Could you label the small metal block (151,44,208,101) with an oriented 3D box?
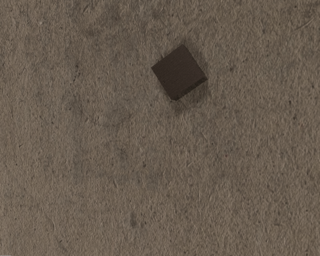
[{"bbox_3d":[0.025,-0.070,0.399,0.050,0.025,0.050,-34,79,16],"label":"small metal block"}]
